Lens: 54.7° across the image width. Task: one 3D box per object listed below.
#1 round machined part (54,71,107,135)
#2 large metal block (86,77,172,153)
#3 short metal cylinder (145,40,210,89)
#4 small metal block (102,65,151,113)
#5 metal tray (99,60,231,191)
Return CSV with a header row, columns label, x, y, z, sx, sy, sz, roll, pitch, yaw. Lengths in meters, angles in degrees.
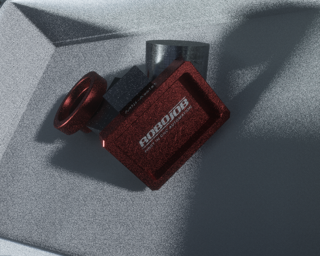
label,x,y,z,sx,sy,sz,roll,pitch,yaw
round machined part,-0.108,-0.031,0.451,0.098,0.042,0.098,-35,35,29
large metal block,-0.037,-0.016,0.416,0.080,0.050,0.080,16,70,34
short metal cylinder,0.021,-0.085,0.400,0.080,0.081,0.050,17,115,34
small metal block,-0.037,-0.043,0.366,0.050,0.050,0.025,-45,90,-3
metal tray,0.007,-0.003,0.357,0.130,0.090,0.030,-45,24,-4
